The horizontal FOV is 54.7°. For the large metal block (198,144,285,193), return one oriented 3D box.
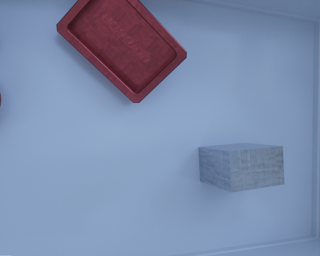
[{"bbox_3d":[0.108,0.050,0.423,0.081,0.080,0.050,-3,92,-20],"label":"large metal block"}]

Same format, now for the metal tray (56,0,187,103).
[{"bbox_3d":[-0.043,-0.105,0.372,0.090,0.030,0.130,-43,106,13],"label":"metal tray"}]
